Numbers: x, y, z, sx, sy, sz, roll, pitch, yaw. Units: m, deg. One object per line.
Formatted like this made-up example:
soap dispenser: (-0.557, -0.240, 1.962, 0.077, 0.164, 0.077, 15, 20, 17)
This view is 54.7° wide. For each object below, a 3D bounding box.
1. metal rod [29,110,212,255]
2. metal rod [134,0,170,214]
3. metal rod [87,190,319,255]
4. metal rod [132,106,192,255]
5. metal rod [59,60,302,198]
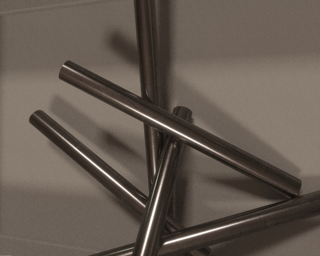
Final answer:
metal rod: (-0.063, 0.068, 0.405, 0.300, 0.025, 0.025, 36, 101, 18)
metal rod: (-0.010, -0.028, 0.385, 0.025, 0.025, 0.298, -1, 100, 19)
metal rod: (0.052, 0.118, 0.344, 0.302, 0.025, 0.025, -16, 85, 1)
metal rod: (-0.008, 0.106, 0.332, 0.025, 0.025, 0.300, 6, 60, 19)
metal rod: (0.022, 0.001, 0.360, 0.301, 0.025, 0.025, 27, 99, 1)
